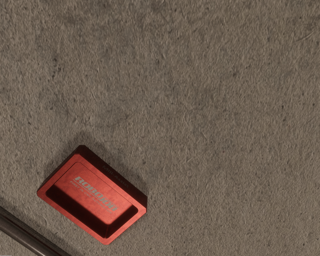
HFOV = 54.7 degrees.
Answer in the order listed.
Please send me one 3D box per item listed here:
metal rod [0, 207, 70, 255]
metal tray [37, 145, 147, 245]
[{"bbox_3d":[-0.175,0.188,0.476,0.300,0.025,0.025,43,104,-15],"label":"metal rod"},{"bbox_3d":[-0.093,0.097,0.441,0.130,0.030,0.090,43,104,-15],"label":"metal tray"}]
